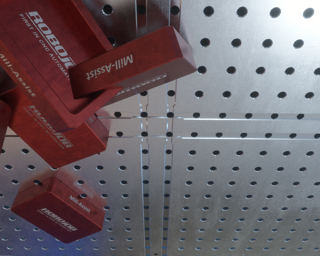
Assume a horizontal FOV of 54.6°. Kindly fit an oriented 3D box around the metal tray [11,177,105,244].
[{"bbox_3d":[-0.170,0.145,0.530,0.090,0.030,0.130,-27,126,21],"label":"metal tray"}]

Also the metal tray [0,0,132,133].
[{"bbox_3d":[-0.095,-0.072,0.283,0.030,0.090,0.130,-14,117,49],"label":"metal tray"}]

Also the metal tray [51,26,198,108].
[{"bbox_3d":[-0.033,-0.056,0.322,0.130,0.090,0.030,-19,87,15],"label":"metal tray"}]

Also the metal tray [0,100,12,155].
[{"bbox_3d":[-0.246,-0.021,0.361,0.130,0.030,0.089,32,125,-2],"label":"metal tray"}]

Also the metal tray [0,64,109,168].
[{"bbox_3d":[-0.138,-0.010,0.399,0.090,0.030,0.130,-21,127,16],"label":"metal tray"}]
